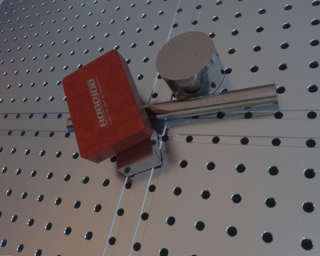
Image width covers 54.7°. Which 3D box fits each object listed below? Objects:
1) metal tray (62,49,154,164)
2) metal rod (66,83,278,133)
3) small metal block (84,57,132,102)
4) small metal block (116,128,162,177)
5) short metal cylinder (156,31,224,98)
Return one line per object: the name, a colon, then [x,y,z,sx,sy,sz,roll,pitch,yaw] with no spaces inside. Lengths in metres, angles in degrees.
metal tray: [-0.073,-0.030,0.410,0.090,0.030,0.130,-27,64,11]
metal rod: [0.000,-0.022,0.421,0.301,0.025,0.025,-7,59,23]
small metal block: [-0.080,-0.074,0.477,0.050,0.050,0.025,-28,53,10]
small metal block: [-0.029,0.029,0.403,0.050,0.025,0.050,-21,54,15]
short metal cylinder: [0.041,-0.083,0.420,0.080,0.050,0.080,-13,56,20]
